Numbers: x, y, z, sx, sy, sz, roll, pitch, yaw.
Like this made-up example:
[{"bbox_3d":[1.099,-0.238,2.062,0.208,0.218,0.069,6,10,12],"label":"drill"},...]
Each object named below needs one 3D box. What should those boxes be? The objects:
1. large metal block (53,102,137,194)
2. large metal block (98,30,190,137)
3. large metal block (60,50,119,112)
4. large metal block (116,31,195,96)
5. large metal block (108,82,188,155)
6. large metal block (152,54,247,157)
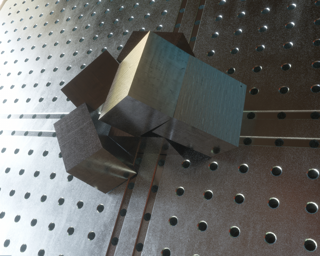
[{"bbox_3d":[-0.083,0.027,0.400,0.050,0.080,0.080,-34,52,5],"label":"large metal block"},{"bbox_3d":[-0.019,-0.044,0.341,0.080,0.050,0.080,-28,41,56],"label":"large metal block"},{"bbox_3d":[-0.086,-0.061,0.449,0.080,0.080,0.050,-41,95,0],"label":"large metal block"},{"bbox_3d":[0.002,-0.085,0.425,0.080,0.080,0.050,14,69,34],"label":"large metal block"},{"bbox_3d":[-0.010,-0.013,0.407,0.080,0.050,0.080,1,62,29],"label":"large metal block"},{"bbox_3d":[0.046,-0.023,0.353,0.050,0.080,0.080,-33,37,58],"label":"large metal block"}]
